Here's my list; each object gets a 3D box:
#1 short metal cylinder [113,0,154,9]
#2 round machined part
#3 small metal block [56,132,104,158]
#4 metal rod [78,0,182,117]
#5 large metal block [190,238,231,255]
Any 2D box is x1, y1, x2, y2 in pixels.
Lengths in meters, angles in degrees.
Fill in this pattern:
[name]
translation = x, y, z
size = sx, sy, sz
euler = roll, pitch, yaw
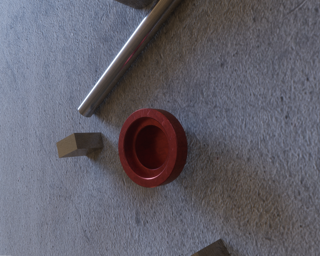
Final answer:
[short metal cylinder]
translation = -0.041, -0.210, 0.420
size = 0.080, 0.050, 0.079
euler = 0, 90, 39
[round machined part]
translation = -0.005, 0.024, 0.396
size = 0.098, 0.042, 0.097
euler = 0, 90, 39
[small metal block]
translation = -0.126, 0.027, 0.490
size = 0.050, 0.050, 0.025
euler = -24, 75, 37
[metal rod]
translation = -0.030, -0.119, 0.427
size = 0.299, 0.025, 0.025
euler = -45, 63, 30
[large metal block]
translation = 0.049, 0.185, 0.347
size = 0.080, 0.050, 0.080
euler = -44, 64, 30
